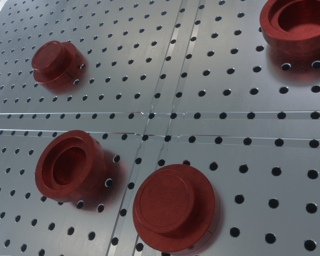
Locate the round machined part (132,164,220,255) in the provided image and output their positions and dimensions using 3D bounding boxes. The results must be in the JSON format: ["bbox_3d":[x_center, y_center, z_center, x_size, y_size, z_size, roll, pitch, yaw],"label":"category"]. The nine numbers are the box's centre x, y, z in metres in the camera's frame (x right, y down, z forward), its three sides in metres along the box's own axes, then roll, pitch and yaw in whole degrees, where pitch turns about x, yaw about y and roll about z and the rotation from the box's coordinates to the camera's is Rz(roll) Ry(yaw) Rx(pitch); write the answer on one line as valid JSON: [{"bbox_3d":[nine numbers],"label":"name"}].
[{"bbox_3d":[0.012,0.084,0.340,0.098,0.042,0.098,-13,56,21],"label":"round machined part"}]

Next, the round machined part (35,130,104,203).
[{"bbox_3d":[-0.118,0.055,0.427,0.098,0.042,0.098,-13,56,21],"label":"round machined part"}]

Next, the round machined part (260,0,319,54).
[{"bbox_3d":[0.178,-0.131,0.385,0.098,0.042,0.098,-13,56,21],"label":"round machined part"}]

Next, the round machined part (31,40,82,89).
[{"bbox_3d":[-0.199,-0.124,0.580,0.098,0.042,0.098,-13,56,21],"label":"round machined part"}]
